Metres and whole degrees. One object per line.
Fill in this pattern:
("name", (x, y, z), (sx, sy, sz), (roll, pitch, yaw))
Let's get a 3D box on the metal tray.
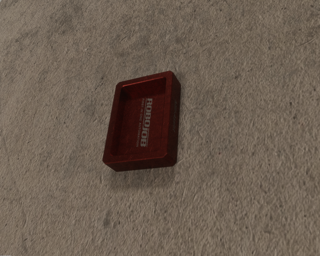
("metal tray", (-0.022, -0.010, 0.416), (0.090, 0.030, 0.130), (-9, 58, 23))
